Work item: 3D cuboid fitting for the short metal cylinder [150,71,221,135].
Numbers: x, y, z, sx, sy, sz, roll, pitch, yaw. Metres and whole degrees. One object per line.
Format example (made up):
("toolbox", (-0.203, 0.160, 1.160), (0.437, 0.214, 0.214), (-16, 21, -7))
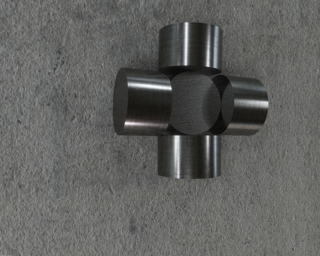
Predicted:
("short metal cylinder", (0.032, -0.031, 0.410), (0.081, 0.050, 0.079), (0, 90, -21))

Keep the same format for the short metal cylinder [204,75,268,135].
("short metal cylinder", (0.099, -0.030, 0.419), (0.050, 0.080, 0.079), (2, 90, -20))

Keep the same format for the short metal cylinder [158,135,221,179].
("short metal cylinder", (0.037, 0.034, 0.396), (0.081, 0.080, 0.050), (0, 90, -20))

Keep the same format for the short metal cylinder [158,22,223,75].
("short metal cylinder", (0.038, -0.097, 0.395), (0.081, 0.080, 0.050), (2, 90, -20))

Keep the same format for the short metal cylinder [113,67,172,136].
("short metal cylinder", (-0.024, -0.030, 0.373), (0.050, 0.080, 0.079), (2, 90, -20))
